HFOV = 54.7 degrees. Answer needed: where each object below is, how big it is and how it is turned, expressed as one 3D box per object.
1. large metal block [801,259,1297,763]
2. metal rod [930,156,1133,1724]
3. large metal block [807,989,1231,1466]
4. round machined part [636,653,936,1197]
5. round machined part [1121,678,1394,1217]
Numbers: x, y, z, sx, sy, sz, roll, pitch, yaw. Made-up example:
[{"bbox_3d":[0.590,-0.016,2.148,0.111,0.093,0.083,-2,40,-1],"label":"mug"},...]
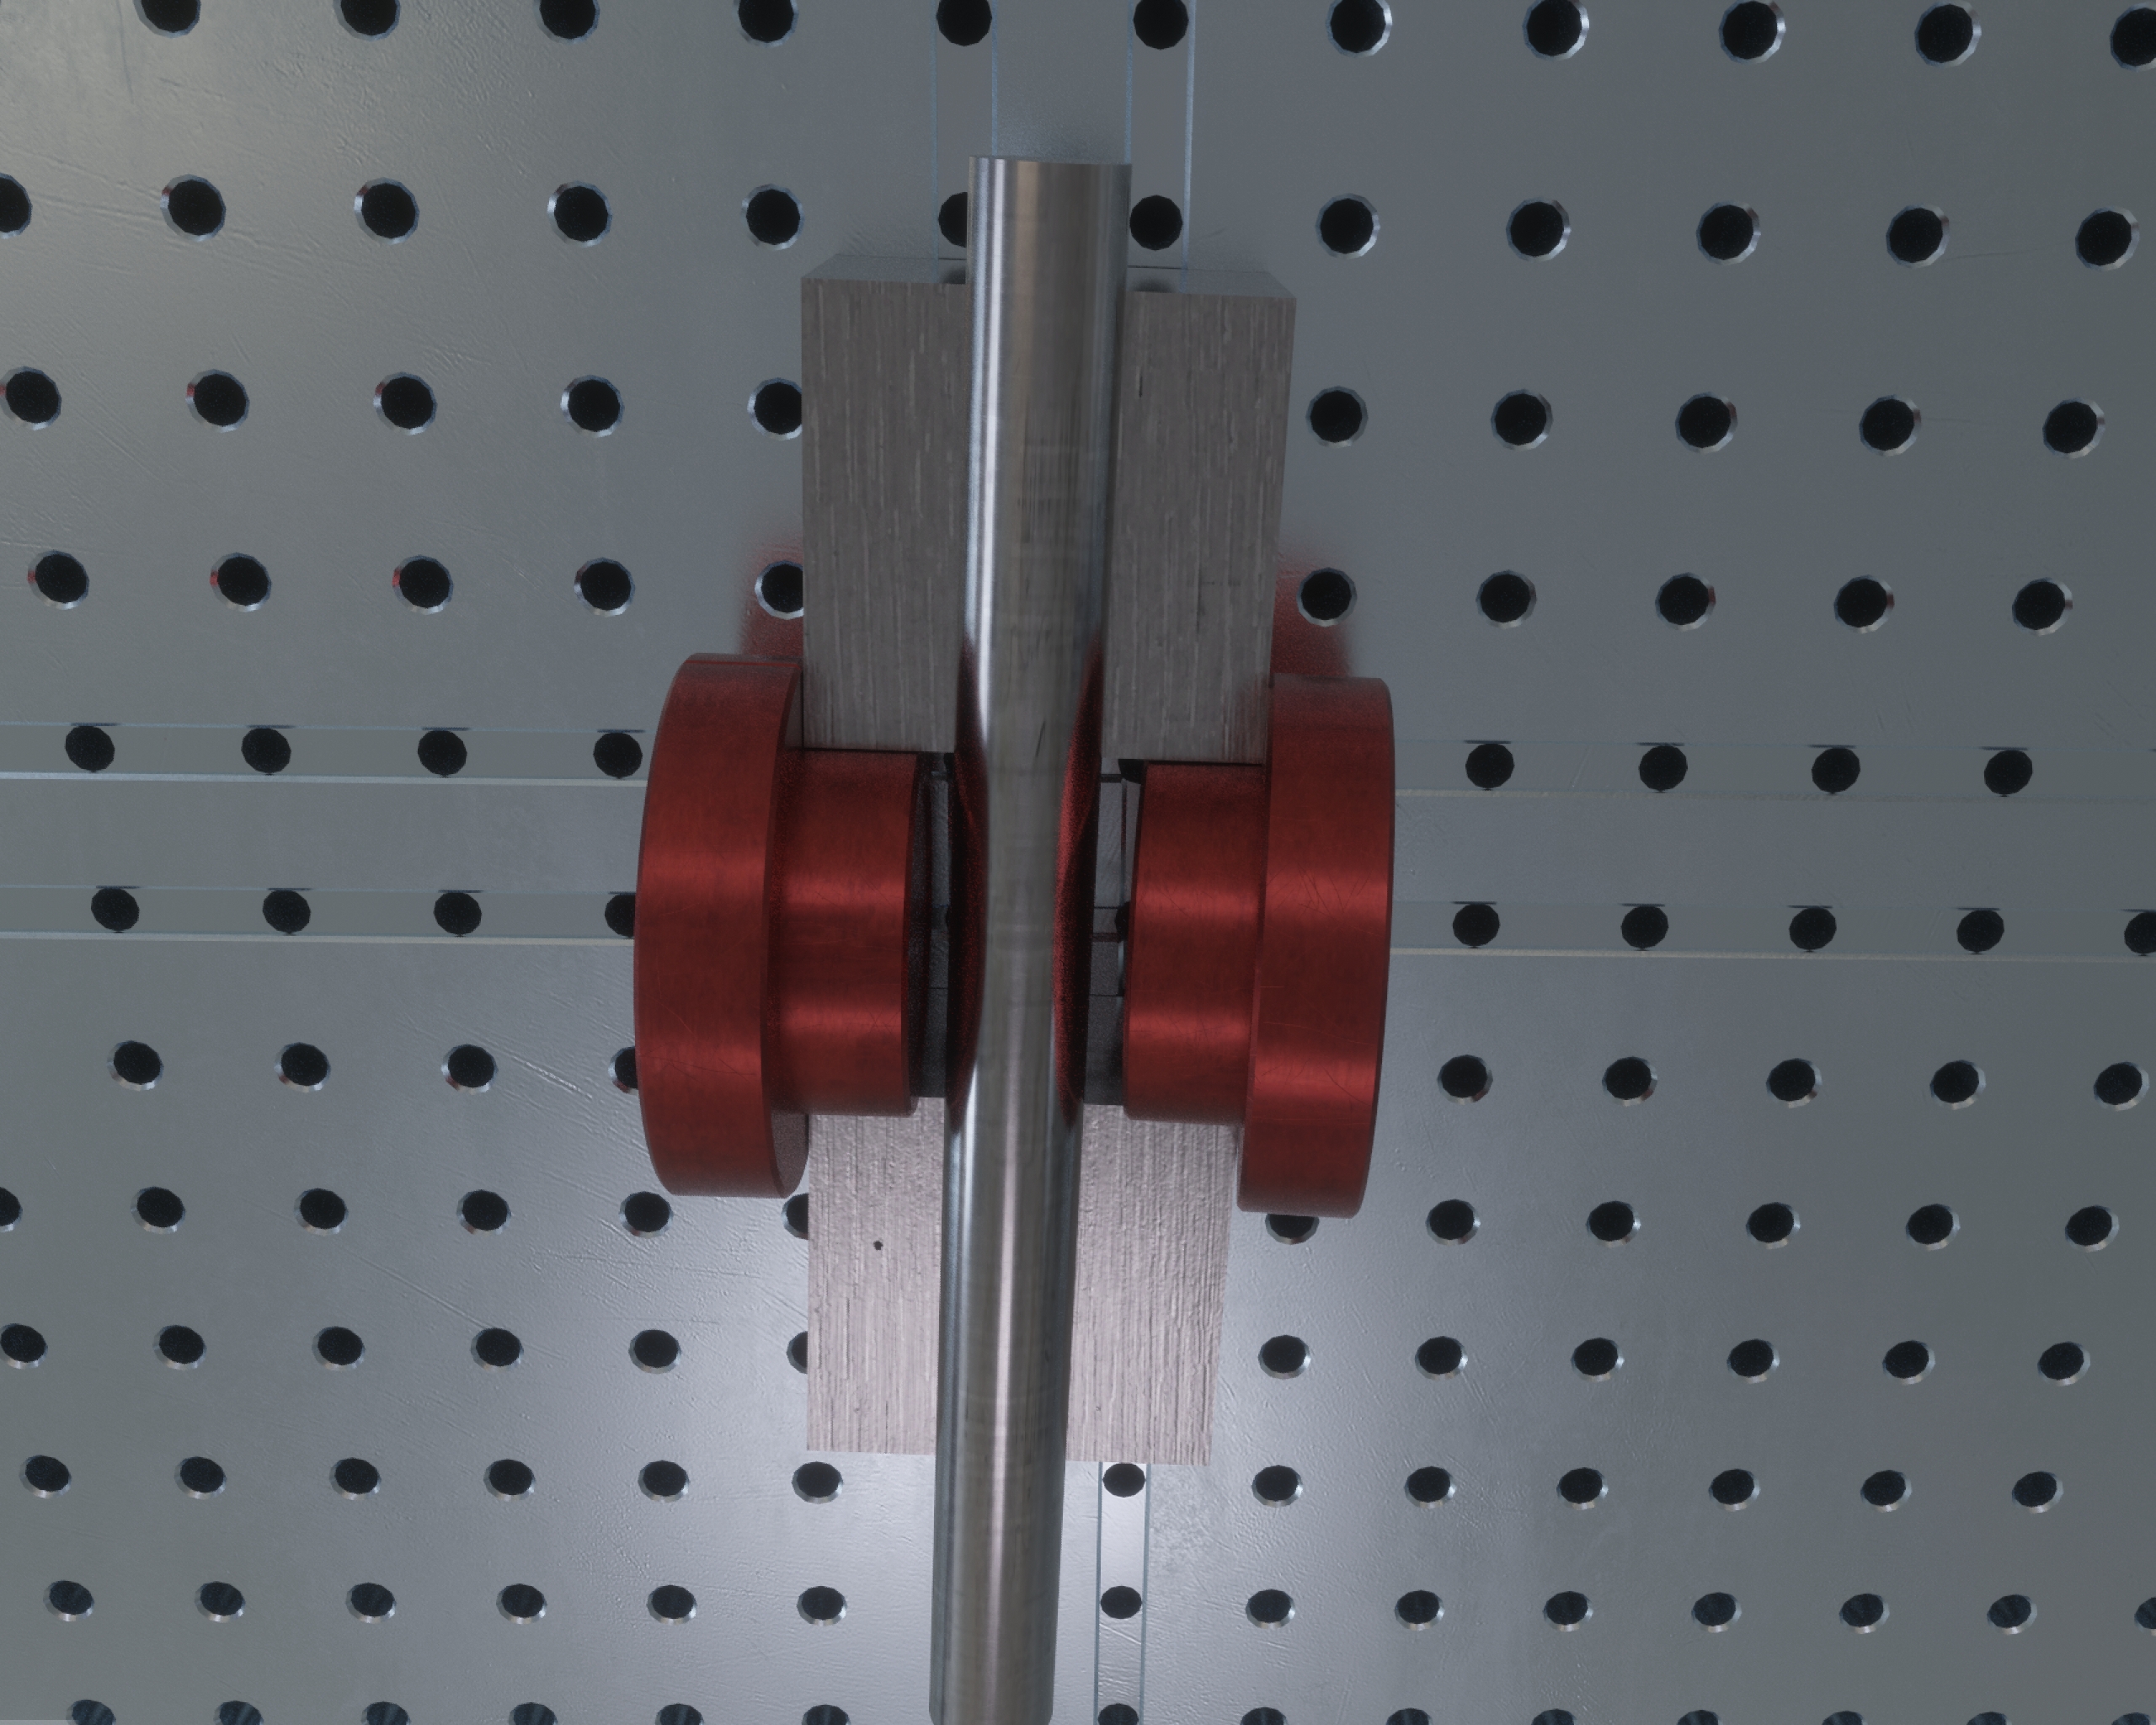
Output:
[{"bbox_3d":[-0.006,-0.065,0.376,0.081,0.050,0.079,2,110,-1],"label":"large metal block"},{"bbox_3d":[-0.011,0.032,0.371,0.025,0.025,0.298,2,110,-1],"label":"metal rod"},{"bbox_3d":[-0.012,0.073,0.426,0.081,0.050,0.079,3,110,-1],"label":"large metal block"},{"bbox_3d":[-0.049,0.011,0.377,0.042,0.098,0.097,2,110,-1],"label":"round machined part"},{"bbox_3d":[0.031,0.014,0.380,0.042,0.098,0.097,3,110,4],"label":"round machined part"}]
